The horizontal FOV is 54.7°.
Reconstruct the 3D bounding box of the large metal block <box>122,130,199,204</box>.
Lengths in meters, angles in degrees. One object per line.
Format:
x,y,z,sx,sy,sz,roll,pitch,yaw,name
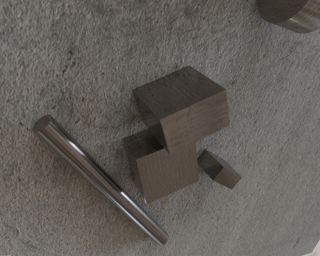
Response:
0.003,0.044,0.420,0.081,0.050,0.080,-21,127,-16,large metal block

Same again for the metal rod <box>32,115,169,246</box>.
-0.062,0.091,0.429,0.025,0.025,0.300,-37,129,-4,metal rod

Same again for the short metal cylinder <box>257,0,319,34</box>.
0.163,-0.157,0.363,0.050,0.080,0.079,6,116,-31,short metal cylinder

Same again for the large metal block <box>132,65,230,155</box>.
0.024,-0.025,0.369,0.080,0.080,0.050,-25,128,-13,large metal block

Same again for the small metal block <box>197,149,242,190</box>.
0.091,0.064,0.480,0.050,0.050,0.025,29,102,-38,small metal block
